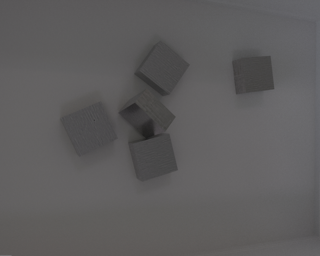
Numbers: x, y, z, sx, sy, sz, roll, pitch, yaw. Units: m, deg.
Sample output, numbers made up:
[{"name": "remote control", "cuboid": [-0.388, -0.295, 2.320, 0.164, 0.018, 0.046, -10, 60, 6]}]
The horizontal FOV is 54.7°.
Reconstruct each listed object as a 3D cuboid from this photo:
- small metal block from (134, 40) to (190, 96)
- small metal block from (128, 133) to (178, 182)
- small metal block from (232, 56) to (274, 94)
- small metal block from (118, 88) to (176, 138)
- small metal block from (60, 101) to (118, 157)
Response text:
[{"name": "small metal block", "cuboid": [0.003, -0.078, 0.411, 0.050, 0.025, 0.050, 37, 78, -17]}, {"name": "small metal block", "cuboid": [-0.009, 0.037, 0.407, 0.050, 0.025, 0.050, -15, 95, -19]}, {"name": "small metal block", "cuboid": [0.139, -0.079, 0.461, 0.050, 0.025, 0.050, -9, 93, -20]}, {"name": "small metal block", "cuboid": [-0.017, -0.017, 0.388, 0.050, 0.050, 0.025, 44, 61, -15]}, {"name": "small metal block", "cuboid": [-0.087, 0.001, 0.378, 0.050, 0.025, 0.050, -26, 99, -18]}]
